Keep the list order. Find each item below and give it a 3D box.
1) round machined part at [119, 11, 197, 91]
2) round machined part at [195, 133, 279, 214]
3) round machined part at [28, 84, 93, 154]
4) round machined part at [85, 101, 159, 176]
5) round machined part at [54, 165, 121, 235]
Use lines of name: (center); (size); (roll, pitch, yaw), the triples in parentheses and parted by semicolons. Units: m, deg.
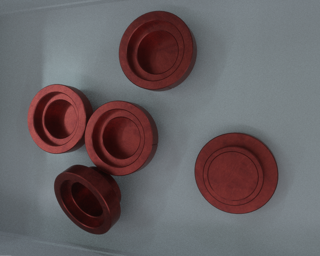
round machined part: (0.000, -0.096, 0.401); (0.098, 0.042, 0.097); (0, 90, 20)
round machined part: (0.089, 0.054, 0.370); (0.098, 0.042, 0.097); (0, 90, 20)
round machined part: (-0.138, -0.013, 0.450); (0.098, 0.042, 0.097); (0, 90, 20)
round machined part: (-0.048, 0.013, 0.418); (0.098, 0.042, 0.097); (0, 90, 20)
round machined part: (-0.092, 0.092, 0.420); (0.098, 0.042, 0.097); (16, 122, 26)
